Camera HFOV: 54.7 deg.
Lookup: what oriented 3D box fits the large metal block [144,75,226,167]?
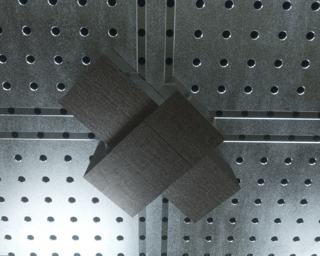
[{"bbox_3d":[0.028,-0.012,0.381,0.050,0.080,0.080,-42,105,14],"label":"large metal block"}]

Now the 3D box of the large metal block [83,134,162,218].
[{"bbox_3d":[-0.044,0.054,0.404,0.050,0.080,0.080,-42,105,14],"label":"large metal block"}]

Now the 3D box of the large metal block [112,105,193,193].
[{"bbox_3d":[-0.008,0.021,0.392,0.050,0.080,0.080,-42,105,14],"label":"large metal block"}]

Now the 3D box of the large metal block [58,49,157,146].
[{"bbox_3d":[-0.061,-0.038,0.382,0.080,0.050,0.080,-43,105,15],"label":"large metal block"}]

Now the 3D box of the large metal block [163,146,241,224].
[{"bbox_3d":[0.049,0.069,0.426,0.080,0.050,0.080,-42,105,14],"label":"large metal block"}]
